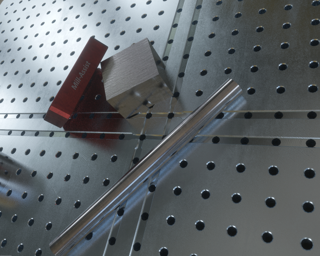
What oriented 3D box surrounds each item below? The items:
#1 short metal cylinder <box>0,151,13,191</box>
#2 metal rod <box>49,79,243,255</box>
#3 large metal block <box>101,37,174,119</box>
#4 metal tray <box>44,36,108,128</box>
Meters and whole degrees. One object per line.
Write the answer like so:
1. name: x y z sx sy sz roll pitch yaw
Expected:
1. short metal cylinder: -0.288 0.069 0.498 0.080 0.050 0.080 -13 56 21
2. metal rod: -0.016 0.048 0.385 0.300 0.025 0.025 -42 51 -2
3. large metal block: -0.035 -0.073 0.454 0.080 0.050 0.080 -25 53 12
4. metal tray: -0.132 -0.069 0.483 0.090 0.030 0.130 -21 42 63
